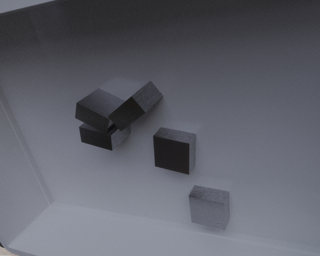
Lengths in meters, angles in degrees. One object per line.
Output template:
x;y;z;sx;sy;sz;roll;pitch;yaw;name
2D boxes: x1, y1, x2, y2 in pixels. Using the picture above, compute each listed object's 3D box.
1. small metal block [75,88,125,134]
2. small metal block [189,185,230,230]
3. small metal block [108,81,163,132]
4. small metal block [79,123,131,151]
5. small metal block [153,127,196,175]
-0.077;-0.024;0.419;0.050;0.050;0.025;26;128;12;small metal block
0.071;0.113;0.441;0.050;0.025;0.050;6;121;25;small metal block
-0.030;-0.028;0.391;0.050;0.050;0.025;-34;99;38;small metal block
-0.076;0.003;0.434;0.050;0.050;0.025;14;124;20;small metal block
0.020;0.030;0.417;0.050;0.025;0.050;11;123;22;small metal block
